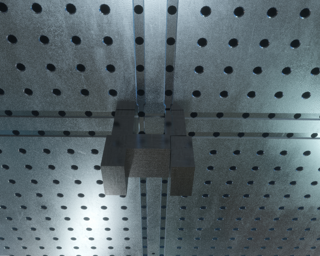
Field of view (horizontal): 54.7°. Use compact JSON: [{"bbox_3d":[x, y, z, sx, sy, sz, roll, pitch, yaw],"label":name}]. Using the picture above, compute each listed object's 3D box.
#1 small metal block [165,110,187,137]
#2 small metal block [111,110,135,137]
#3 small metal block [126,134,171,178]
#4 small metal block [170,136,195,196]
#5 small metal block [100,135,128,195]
[{"bbox_3d":[0.019,0.012,0.405,0.025,0.050,0.050,-1,130,0],"label":"small metal block"},{"bbox_3d":[-0.046,0.012,0.403,0.025,0.050,0.050,0,130,-1],"label":"small metal block"},{"bbox_3d":[-0.014,0.034,0.376,0.050,0.025,0.050,0,130,-1],"label":"small metal block"},{"bbox_3d":[0.025,0.045,0.366,0.025,0.050,0.050,1,130,-1],"label":"small metal block"},{"bbox_3d":[-0.051,0.044,0.365,0.025,0.050,0.050,1,130,-1],"label":"small metal block"}]
